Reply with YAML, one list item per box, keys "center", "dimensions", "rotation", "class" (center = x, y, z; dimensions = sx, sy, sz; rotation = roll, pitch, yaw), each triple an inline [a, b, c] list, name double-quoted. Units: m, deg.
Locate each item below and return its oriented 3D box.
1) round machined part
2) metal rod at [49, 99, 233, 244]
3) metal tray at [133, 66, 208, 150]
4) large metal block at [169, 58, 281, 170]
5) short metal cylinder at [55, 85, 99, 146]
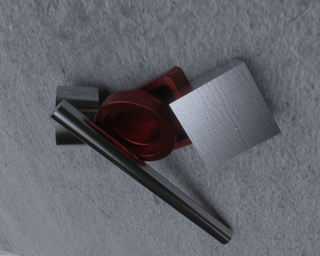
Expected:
- center: [-0.024, -0.007, 0.373]
  dimensions: [0.098, 0.042, 0.097]
  rotation: [11, 137, 11]
  class: "round machined part"
- center: [-0.008, 0.069, 0.397]
  dimensions: [0.300, 0.025, 0.025]
  rotation: [41, 131, -23]
  class: "metal rod"
- center: [-0.009, -0.012, 0.401]
  dimensions: [0.130, 0.030, 0.090]
  rotation: [-22, 107, 36]
  class: "metal tray"
- center: [0.065, -0.017, 0.325]
  dimensions: [0.080, 0.050, 0.080]
  rotation: [-29, 104, 10]
  class: "large metal block"
- center: [-0.109, -0.015, 0.410]
  dimensions: [0.050, 0.080, 0.079]
  rotation: [1, 126, -14]
  class: "short metal cylinder"
